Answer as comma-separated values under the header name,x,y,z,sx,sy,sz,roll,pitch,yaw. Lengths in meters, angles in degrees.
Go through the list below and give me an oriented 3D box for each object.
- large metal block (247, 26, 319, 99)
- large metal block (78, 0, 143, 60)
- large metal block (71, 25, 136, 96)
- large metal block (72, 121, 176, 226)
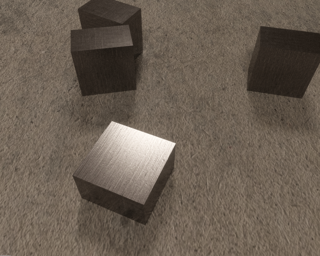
name,x,y,z,sx,sy,sz,roll,pitch,yaw
large metal block,0.177,-0.094,0.449,0.080,0.080,0.050,10,51,7
large metal block,-0.076,-0.154,0.496,0.080,0.080,0.050,24,54,18
large metal block,-0.079,-0.096,0.448,0.081,0.080,0.050,-8,51,-7
large metal block,-0.036,0.048,0.346,0.080,0.050,0.080,19,52,15
